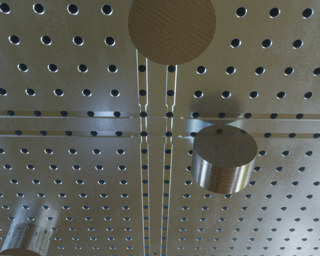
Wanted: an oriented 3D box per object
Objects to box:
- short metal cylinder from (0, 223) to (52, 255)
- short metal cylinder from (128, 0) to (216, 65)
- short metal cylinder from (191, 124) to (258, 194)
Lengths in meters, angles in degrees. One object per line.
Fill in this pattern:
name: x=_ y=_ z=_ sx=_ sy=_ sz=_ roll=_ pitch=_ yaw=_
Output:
short metal cylinder: x=-0.251 y=0.223 z=0.583 sx=0.081 sy=0.050 sz=0.079 roll=0 pitch=130 yaw=0
short metal cylinder: x=0.011 y=-0.109 z=0.302 sx=0.081 sy=0.050 sz=0.079 roll=0 pitch=130 yaw=0
short metal cylinder: x=0.083 y=0.040 z=0.410 sx=0.081 sy=0.080 sz=0.050 roll=0 pitch=130 yaw=0
